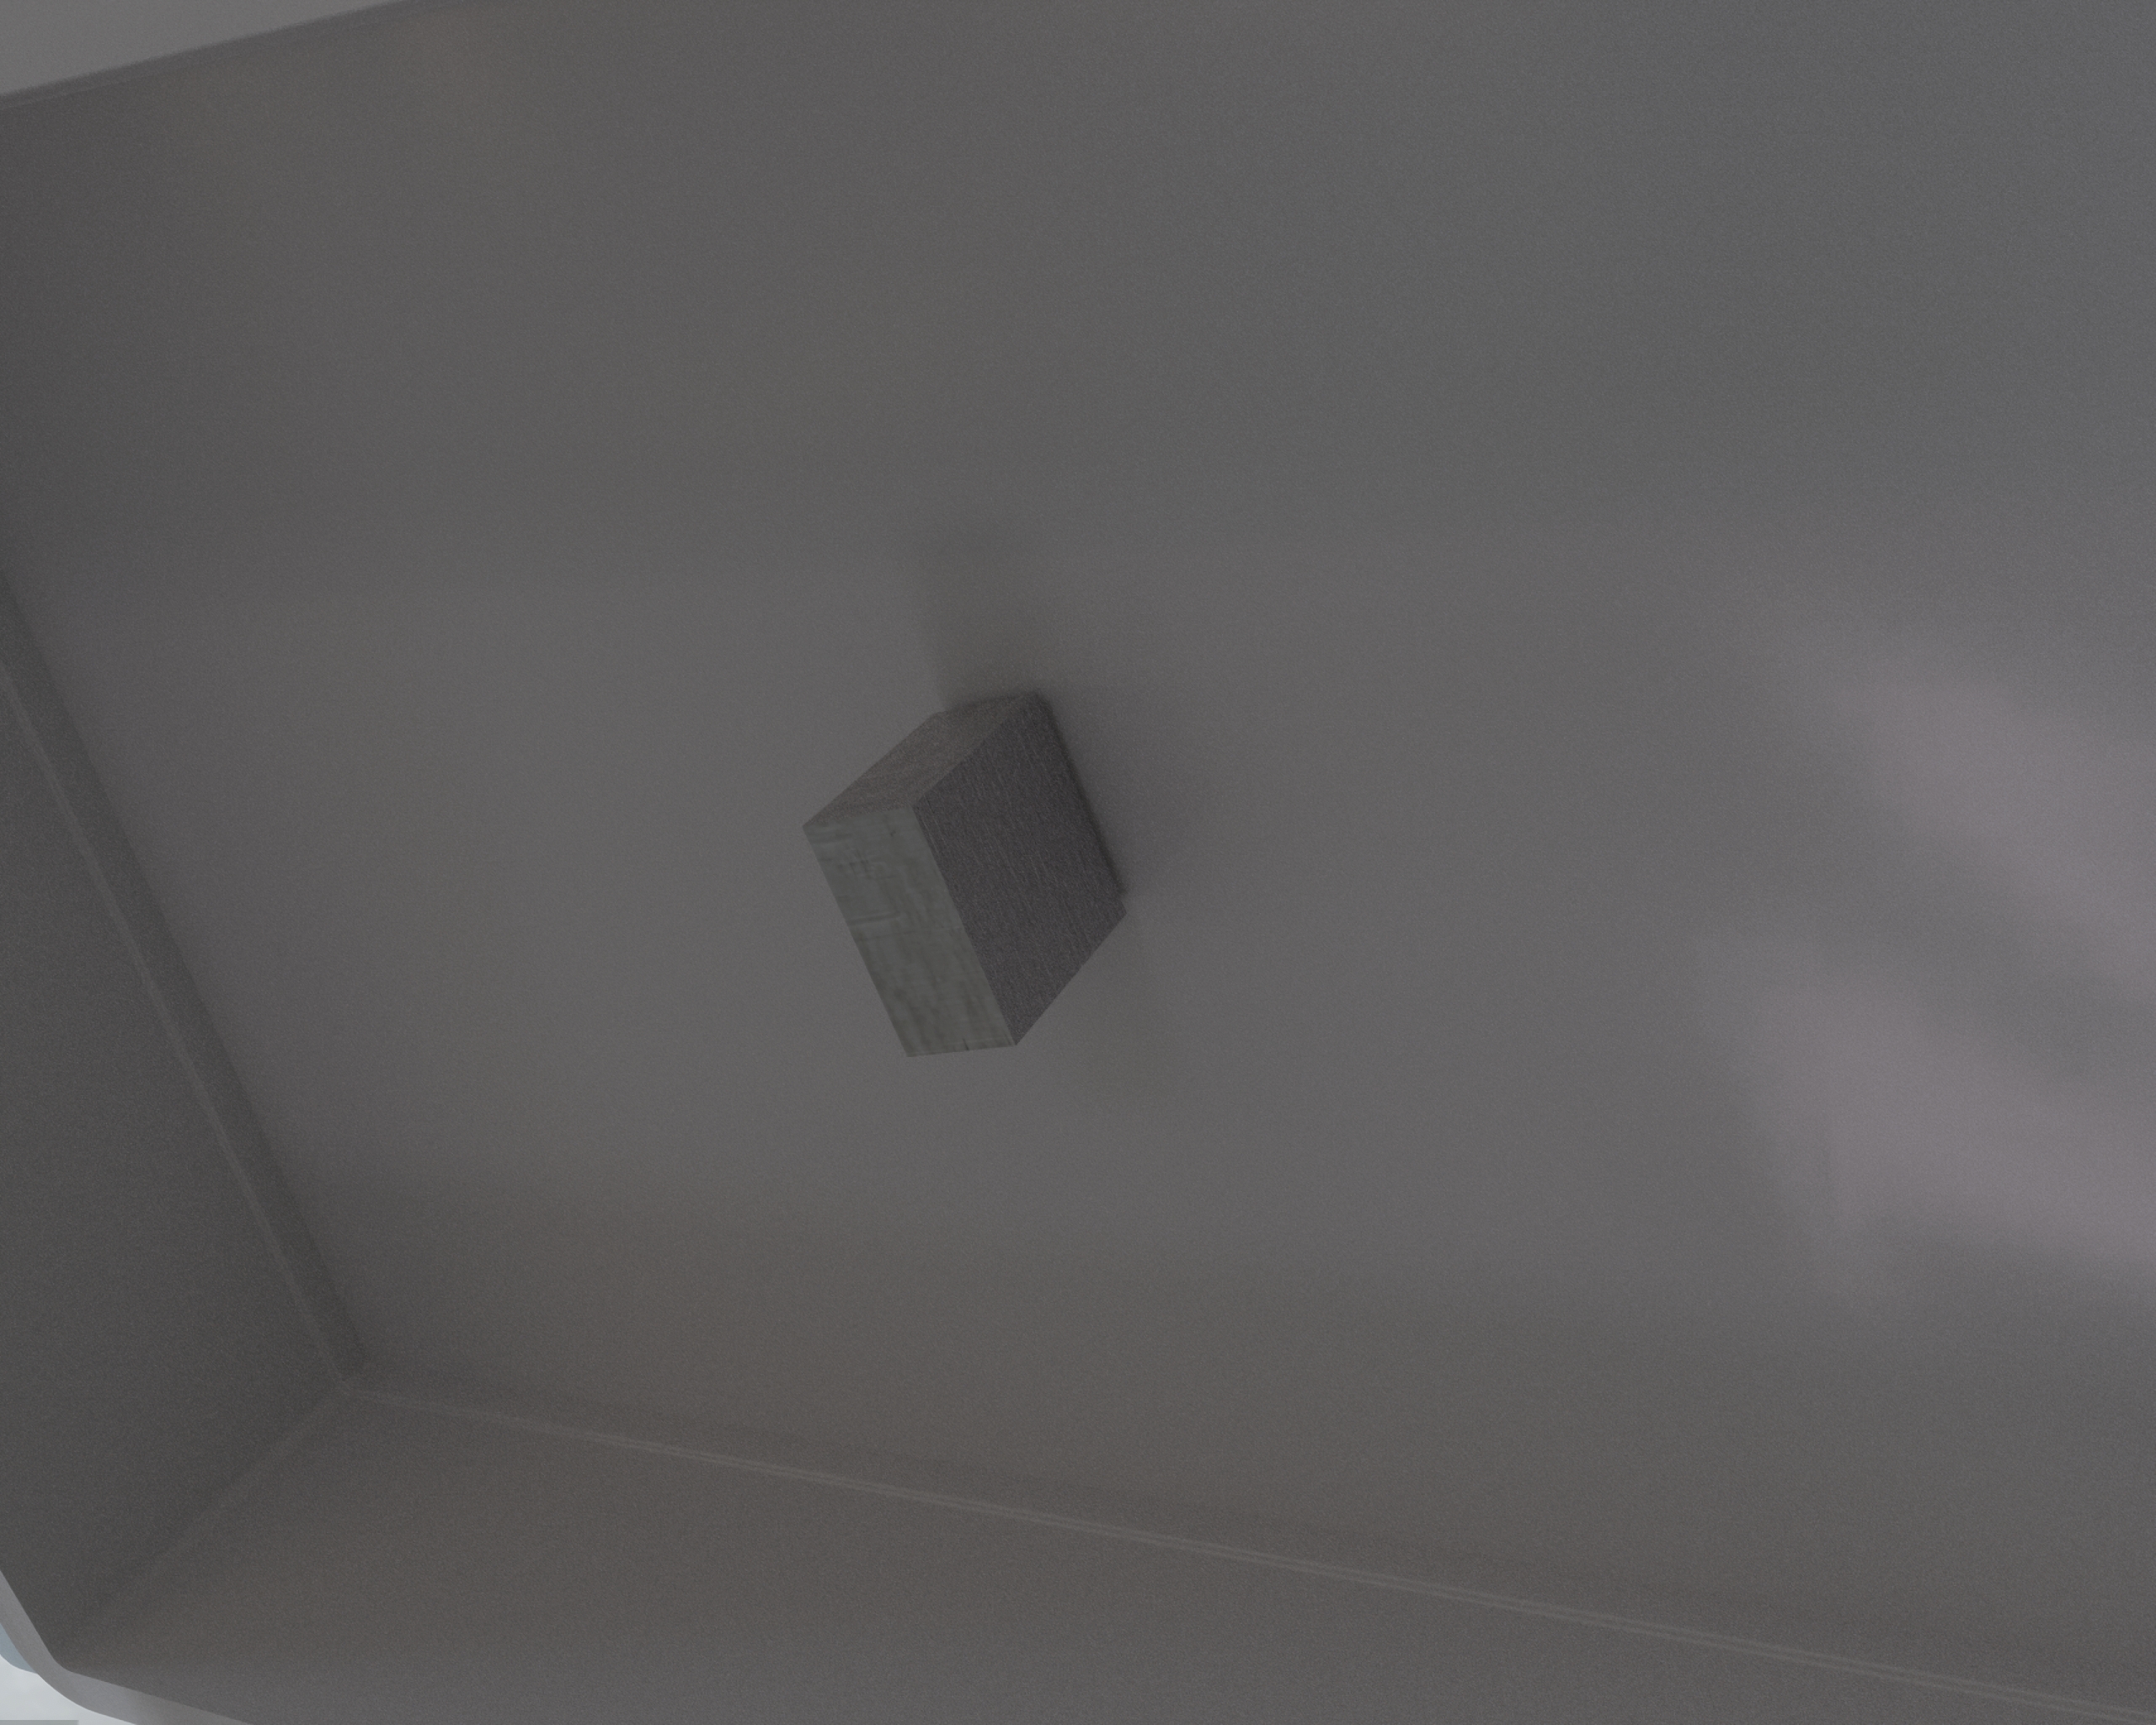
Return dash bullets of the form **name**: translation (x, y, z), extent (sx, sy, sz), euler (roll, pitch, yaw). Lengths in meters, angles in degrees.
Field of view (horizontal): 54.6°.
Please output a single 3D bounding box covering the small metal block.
- **small metal block**: translation (-0.020, 0.002, 0.400), extent (0.025, 0.050, 0.050), euler (-9, 113, 32)
